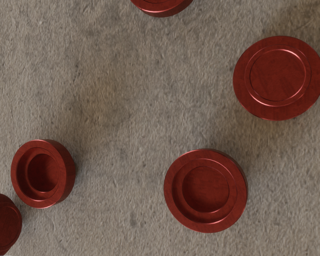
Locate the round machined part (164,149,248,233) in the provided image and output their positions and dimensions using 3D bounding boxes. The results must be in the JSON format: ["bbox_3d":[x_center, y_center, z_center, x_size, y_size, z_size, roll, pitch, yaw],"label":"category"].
[{"bbox_3d":[0.058,0.074,0.379,0.098,0.042,0.097,0,90,19],"label":"round machined part"}]

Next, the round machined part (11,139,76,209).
[{"bbox_3d":[-0.166,0.065,0.457,0.098,0.042,0.097,0,90,19],"label":"round machined part"}]

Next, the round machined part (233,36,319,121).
[{"bbox_3d":[0.133,-0.057,0.353,0.098,0.042,0.097,0,90,19],"label":"round machined part"}]

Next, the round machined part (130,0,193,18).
[{"bbox_3d":[0.007,-0.190,0.397,0.098,0.042,0.097,0,90,19],"label":"round machined part"}]

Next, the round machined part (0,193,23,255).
[{"bbox_3d":[-0.244,0.145,0.454,0.042,0.098,0.097,-8,87,20],"label":"round machined part"}]
